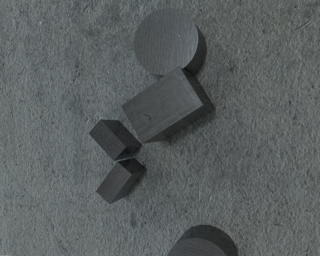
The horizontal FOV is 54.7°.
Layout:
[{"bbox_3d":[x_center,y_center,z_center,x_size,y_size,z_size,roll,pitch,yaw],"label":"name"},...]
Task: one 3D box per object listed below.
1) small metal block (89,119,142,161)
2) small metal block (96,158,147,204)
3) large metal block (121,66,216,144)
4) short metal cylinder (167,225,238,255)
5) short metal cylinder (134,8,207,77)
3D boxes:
[{"bbox_3d":[-0.059,0.015,0.415,0.050,0.050,0.025,45,104,14],"label":"small metal block"},{"bbox_3d":[-0.050,0.069,0.412,0.025,0.050,0.050,40,102,15],"label":"small metal block"},{"bbox_3d":[0.014,-0.025,0.374,0.080,0.080,0.050,-33,80,17],"label":"large metal block"},{"bbox_3d":[0.052,0.165,0.377,0.080,0.050,0.079,0,90,19],"label":"short metal cylinder"},{"bbox_3d":[0.014,-0.102,0.390,0.080,0.050,0.079,0,90,19],"label":"short metal cylinder"}]
